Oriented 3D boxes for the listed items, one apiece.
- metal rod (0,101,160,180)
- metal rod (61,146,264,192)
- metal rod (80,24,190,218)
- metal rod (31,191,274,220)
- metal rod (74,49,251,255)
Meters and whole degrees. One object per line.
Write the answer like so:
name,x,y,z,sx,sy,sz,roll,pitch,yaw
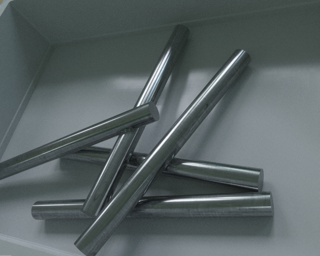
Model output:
metal rod,-0.137,0.028,0.425,0.300,0.025,0.025,-20,54,22
metal rod,-0.027,0.043,0.390,0.300,0.025,0.025,5,64,30
metal rod,-0.021,-0.027,0.408,0.025,0.025,0.300,7,59,31
metal rod,-0.028,0.093,0.360,0.301,0.025,0.025,-8,58,23
metal rod,0.015,0.016,0.360,0.025,0.025,0.301,27,68,37
